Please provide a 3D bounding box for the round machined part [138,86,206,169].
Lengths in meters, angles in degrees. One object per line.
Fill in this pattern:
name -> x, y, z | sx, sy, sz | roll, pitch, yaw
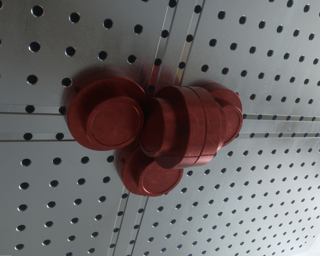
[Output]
round machined part -> 0.006, -0.001, 0.360 | 0.042, 0.098, 0.097 | 1, 118, -30

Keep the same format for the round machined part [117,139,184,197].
round machined part -> -0.006, 0.057, 0.433 | 0.099, 0.042, 0.097 | -14, 125, -21

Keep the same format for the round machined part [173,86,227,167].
round machined part -> 0.045, -0.002, 0.382 | 0.042, 0.098, 0.097 | -1, 119, -29

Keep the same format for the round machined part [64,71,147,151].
round machined part -> -0.058, -0.014, 0.361 | 0.099, 0.042, 0.097 | -14, 125, -21

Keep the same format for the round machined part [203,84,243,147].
round machined part -> 0.077, -0.010, 0.437 | 0.099, 0.042, 0.097 | -14, 125, -21
